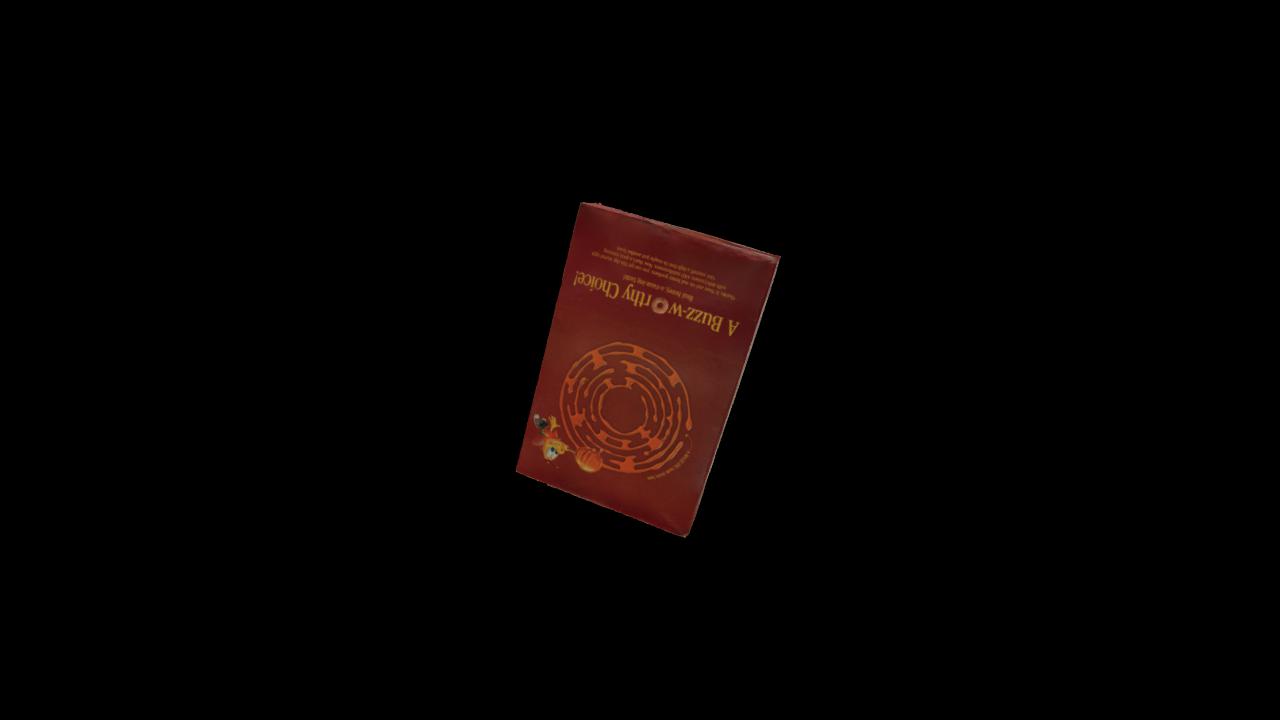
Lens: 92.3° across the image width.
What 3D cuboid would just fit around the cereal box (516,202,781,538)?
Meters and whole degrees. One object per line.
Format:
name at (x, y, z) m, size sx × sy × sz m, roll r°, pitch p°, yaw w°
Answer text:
cereal box at (0.002, 0.011, 0.647) m, size 0.203 × 0.306 × 0.081 m, roll 18°, pitch 16°, yaw 11°
